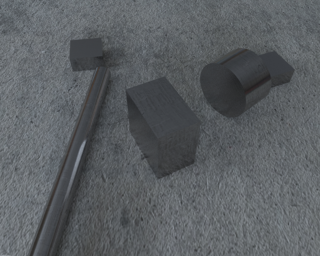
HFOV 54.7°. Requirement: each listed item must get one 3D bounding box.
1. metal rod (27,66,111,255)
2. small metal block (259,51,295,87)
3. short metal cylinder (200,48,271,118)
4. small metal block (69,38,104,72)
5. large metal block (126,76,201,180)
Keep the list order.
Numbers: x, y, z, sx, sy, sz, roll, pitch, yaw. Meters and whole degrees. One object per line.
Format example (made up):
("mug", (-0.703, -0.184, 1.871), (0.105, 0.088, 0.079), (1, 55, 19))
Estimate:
("metal rod", (-0.102, 0.030, 0.376), (0.025, 0.025, 0.300), (5, 50, 3))
("small metal block", (0.169, -0.090, 0.481), (0.050, 0.025, 0.050), (-17, 52, -15))
("short metal cylinder", (0.101, -0.061, 0.420), (0.050, 0.080, 0.080), (-33, 58, -24))
("small metal block", (-0.118, -0.119, 0.502), (0.050, 0.025, 0.050), (-7, 50, -6))
("large metal block", (0.002, 0.000, 0.368), (0.050, 0.080, 0.080), (-22, 54, -17))
